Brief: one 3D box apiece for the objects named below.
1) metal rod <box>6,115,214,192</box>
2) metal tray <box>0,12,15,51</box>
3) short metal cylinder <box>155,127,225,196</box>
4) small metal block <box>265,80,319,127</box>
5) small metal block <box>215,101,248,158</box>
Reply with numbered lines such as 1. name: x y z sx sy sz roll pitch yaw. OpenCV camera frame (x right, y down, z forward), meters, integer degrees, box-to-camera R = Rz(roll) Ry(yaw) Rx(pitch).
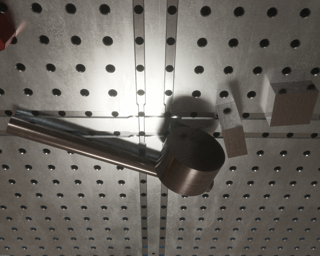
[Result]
1. metal rod: -0.059 0.042 0.446 0.302 0.025 0.025 19 127 -16
2. metal tray: -0.221 -0.124 0.298 0.090 0.030 0.130 -17 129 13
3. short metal cylinder: 0.039 0.043 0.413 0.081 0.080 0.050 13 129 -11
4. small metal block: 0.163 -0.030 0.389 0.050 0.025 0.050 -4 130 3
5. small metal block: 0.092 0.002 0.399 0.025 0.050 0.050 -14 129 11
